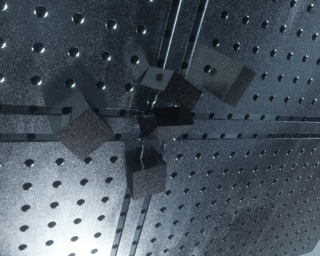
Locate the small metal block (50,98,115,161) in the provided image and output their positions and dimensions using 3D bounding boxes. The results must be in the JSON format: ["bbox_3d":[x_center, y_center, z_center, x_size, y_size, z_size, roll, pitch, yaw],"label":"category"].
[{"bbox_3d":[-0.090,0.002,0.363,0.050,0.025,0.050,-38,129,-3],"label":"small metal block"}]

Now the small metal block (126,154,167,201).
[{"bbox_3d":[-0.019,0.070,0.443,0.050,0.025,0.050,-12,124,-22],"label":"small metal block"}]

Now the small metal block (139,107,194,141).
[{"bbox_3d":[0.007,-0.005,0.394,0.050,0.025,0.050,-3,160,-27],"label":"small metal block"}]

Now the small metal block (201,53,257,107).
[{"bbox_3d":[0.088,-0.063,0.404,0.025,0.050,0.050,20,108,-36],"label":"small metal block"}]

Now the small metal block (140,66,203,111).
[{"bbox_3d":[0.013,-0.047,0.369,0.050,0.050,0.025,30,87,-38],"label":"small metal block"}]
